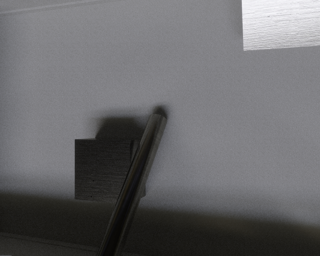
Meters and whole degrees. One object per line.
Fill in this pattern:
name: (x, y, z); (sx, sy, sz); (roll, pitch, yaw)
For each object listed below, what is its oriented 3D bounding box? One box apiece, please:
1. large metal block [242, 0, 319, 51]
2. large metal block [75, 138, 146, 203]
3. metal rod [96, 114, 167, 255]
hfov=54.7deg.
large metal block: (0.132, -0.133, 0.333); (0.080, 0.050, 0.079); (1, 121, 19)
large metal block: (-0.066, 0.055, 0.419); (0.080, 0.050, 0.079); (0, 90, 19)
metal rod: (-0.047, 0.113, 0.343); (0.025, 0.025, 0.300); (9, 60, 19)
